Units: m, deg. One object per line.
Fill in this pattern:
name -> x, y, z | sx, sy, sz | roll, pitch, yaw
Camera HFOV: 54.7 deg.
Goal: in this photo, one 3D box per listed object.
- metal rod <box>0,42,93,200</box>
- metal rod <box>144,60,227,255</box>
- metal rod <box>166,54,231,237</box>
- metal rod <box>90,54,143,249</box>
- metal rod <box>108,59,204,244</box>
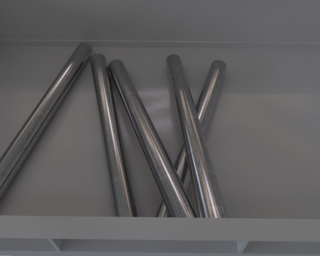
metal rod -> -0.159, -0.020, 0.420 | 0.025, 0.025, 0.300 | 10, 51, 9
metal rod -> 0.044, 0.012, 0.394 | 0.025, 0.025, 0.301 | 15, 51, 12
metal rod -> 0.035, -0.010, 0.382 | 0.025, 0.025, 0.300 | -4, 41, -4
metal rod -> -0.064, 0.003, 0.401 | 0.025, 0.025, 0.300 | -10, 51, -9
metal rod -> -0.019, 0.001, 0.383 | 0.025, 0.025, 0.300 | -15, 45, -12
